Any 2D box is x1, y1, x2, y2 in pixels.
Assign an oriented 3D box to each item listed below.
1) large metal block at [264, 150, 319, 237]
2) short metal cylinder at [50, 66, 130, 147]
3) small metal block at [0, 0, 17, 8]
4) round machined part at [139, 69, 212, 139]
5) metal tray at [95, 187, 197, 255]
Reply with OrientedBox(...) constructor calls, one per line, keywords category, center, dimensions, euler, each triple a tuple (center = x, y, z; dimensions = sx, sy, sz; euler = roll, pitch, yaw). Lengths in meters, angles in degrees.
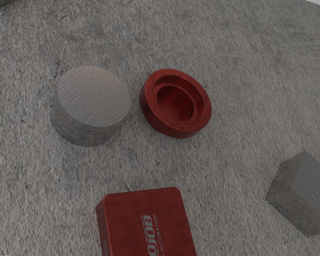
OrientedBox(category="large metal block", center=(0.209, 0.093, 0.443), dimensions=(0.080, 0.050, 0.080), euler=(43, 51, 1))
OrientedBox(category="short metal cylinder", center=(-0.081, -0.025, 0.359), dimensions=(0.081, 0.050, 0.080), euler=(14, 56, -21))
OrientedBox(category="small metal block", center=(-0.216, -0.185, 0.401), dimensions=(0.050, 0.025, 0.050), euler=(39, 51, -2))
OrientedBox(category="round machined part", center=(0.017, -0.029, 0.420), dimensions=(0.099, 0.042, 0.098), euler=(14, 56, -21))
OrientedBox(category="metal tray", center=(-0.009, 0.130, 0.316), dimensions=(0.091, 0.030, 0.130), euler=(0, 62, -28))
